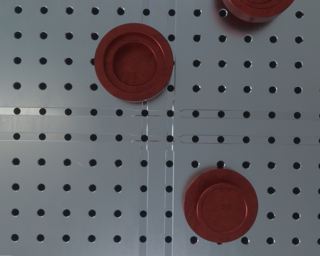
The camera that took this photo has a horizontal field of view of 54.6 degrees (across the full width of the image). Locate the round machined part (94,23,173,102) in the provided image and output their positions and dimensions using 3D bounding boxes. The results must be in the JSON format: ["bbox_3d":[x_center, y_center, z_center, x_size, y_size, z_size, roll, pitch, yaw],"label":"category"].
[{"bbox_3d":[-0.032,-0.082,0.405,0.099,0.042,0.097,0,90,0],"label":"round machined part"}]

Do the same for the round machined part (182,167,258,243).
[{"bbox_3d":[0.080,0.102,0.405,0.099,0.042,0.097,0,90,0],"label":"round machined part"}]

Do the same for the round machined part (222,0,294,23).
[{"bbox_3d":[0.126,-0.186,0.405,0.099,0.042,0.097,0,90,0],"label":"round machined part"}]
